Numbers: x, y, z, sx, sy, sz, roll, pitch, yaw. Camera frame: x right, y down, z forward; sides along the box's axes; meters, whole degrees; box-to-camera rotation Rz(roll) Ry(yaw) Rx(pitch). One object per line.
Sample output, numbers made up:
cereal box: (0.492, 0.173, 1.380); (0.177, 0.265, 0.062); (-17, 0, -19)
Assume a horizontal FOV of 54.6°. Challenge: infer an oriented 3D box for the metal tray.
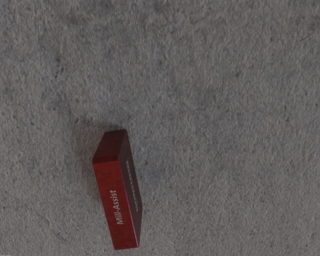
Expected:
metal tray: (-0.051, 0.077, 0.403); (0.030, 0.090, 0.129); (-8, 110, 3)
